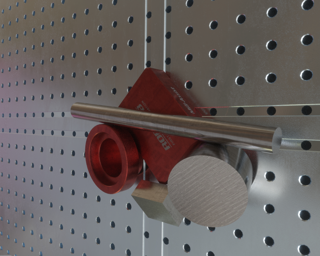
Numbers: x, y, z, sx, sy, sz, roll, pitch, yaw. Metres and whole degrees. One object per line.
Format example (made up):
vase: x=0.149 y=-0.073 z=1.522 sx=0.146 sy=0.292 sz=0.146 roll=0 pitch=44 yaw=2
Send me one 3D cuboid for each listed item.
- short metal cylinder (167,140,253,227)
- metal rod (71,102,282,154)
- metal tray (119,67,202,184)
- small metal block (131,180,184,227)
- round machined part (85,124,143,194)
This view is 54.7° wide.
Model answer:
short metal cylinder: x=0.054 y=0.056 z=0.327 sx=0.080 sy=0.050 sz=0.079 roll=7 pitch=111 yaw=19
metal rod: x=-0.009 y=-0.007 z=0.374 sx=0.300 sy=0.025 sz=0.025 roll=9 pitch=96 yaw=39
metal tray: x=0.002 y=-0.004 z=0.404 sx=0.090 sy=0.030 sz=0.130 roll=-51 pitch=61 yaw=27
small metal block: x=0.000 y=0.094 z=0.390 sx=0.050 sy=0.025 sz=0.050 roll=3 pitch=136 yaw=39
round machined part: x=-0.062 y=0.041 z=0.440 sx=0.098 sy=0.042 sz=0.097 roll=8 pitch=102 yaw=44
